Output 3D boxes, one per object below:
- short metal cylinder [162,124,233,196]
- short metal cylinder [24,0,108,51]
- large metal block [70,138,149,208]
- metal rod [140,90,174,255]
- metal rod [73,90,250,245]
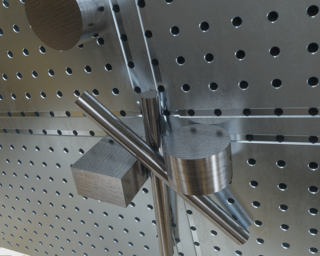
[{"bbox_3d":[0.046,0.036,0.374,0.080,0.080,0.050,4,120,26],"label":"short metal cylinder"},{"bbox_3d":[-0.110,-0.138,0.368,0.080,0.050,0.079,13,124,21],"label":"short metal cylinder"},{"bbox_3d":[-0.067,0.061,0.449,0.080,0.080,0.050,9,122,23],"label":"large metal block"},{"bbox_3d":[0.000,0.087,0.464,0.025,0.025,0.298,9,122,23],"label":"metal rod"},{"bbox_3d":[0.010,0.060,0.415,0.300,0.025,0.025,42,130,-12],"label":"metal rod"}]
